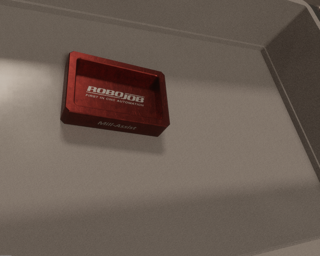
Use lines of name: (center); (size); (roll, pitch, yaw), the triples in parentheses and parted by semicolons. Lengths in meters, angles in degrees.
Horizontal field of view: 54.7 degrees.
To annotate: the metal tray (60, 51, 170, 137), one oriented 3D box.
metal tray: (-0.055, -0.042, 0.399); (0.131, 0.030, 0.090); (9, 58, -24)
